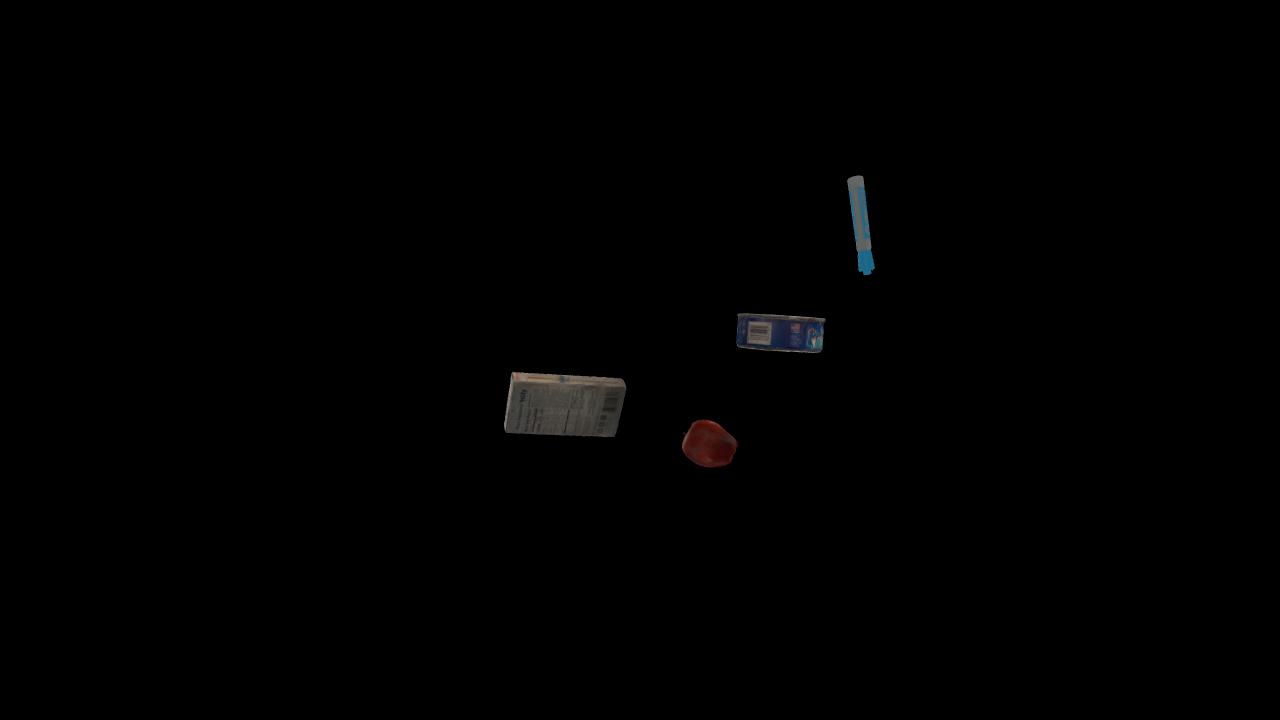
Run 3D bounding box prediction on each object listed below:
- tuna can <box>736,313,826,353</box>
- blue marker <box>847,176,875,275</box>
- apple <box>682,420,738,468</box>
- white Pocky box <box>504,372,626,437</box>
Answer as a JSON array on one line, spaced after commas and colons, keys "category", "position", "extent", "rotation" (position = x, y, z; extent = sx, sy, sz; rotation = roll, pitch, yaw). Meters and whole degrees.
[{"category": "tuna can", "position": [0.136, -0.026, 0.600], "extent": [0.084, 0.034, 0.084], "rotation": [3, 3, 0]}, {"category": "blue marker", "position": [0.269, -0.163, 0.748], "extent": [0.020, 0.121, 0.020], "rotation": [-5, -6, 0]}, {"category": "apple", "position": [0.115, 0.142, 1.035], "extent": [0.093, 0.079, 0.079], "rotation": [23, 4, 9]}, {"category": "white Pocky box", "position": [-0.100, 0.062, 0.829], "extent": [0.154, 0.084, 0.028], "rotation": [4, 28, -19]}]
